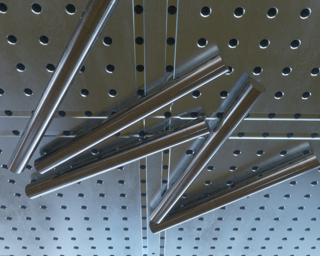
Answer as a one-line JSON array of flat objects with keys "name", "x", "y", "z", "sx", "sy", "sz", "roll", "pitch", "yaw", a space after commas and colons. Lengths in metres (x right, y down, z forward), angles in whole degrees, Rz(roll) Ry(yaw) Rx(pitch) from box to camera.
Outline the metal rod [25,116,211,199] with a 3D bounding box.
[{"name": "metal rod", "x": -0.072, "y": 0.048, "z": 0.451, "sx": 0.300, "sy": 0.025, "sz": 0.025, "roll": -22, "pitch": 127, "yaw": 17}]

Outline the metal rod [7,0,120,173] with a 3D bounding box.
[{"name": "metal rod", "x": -0.129, "y": -0.039, "z": 0.376, "sx": 0.025, "sy": 0.025, "sz": 0.298, "roll": 27, "pitch": 125, "yaw": -21}]

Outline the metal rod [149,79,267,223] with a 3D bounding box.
[{"name": "metal rod", "x": 0.055, "y": 0.053, "z": 0.457, "sx": 0.025, "sy": 0.025, "sz": 0.298, "roll": 19, "pitch": 128, "yaw": -16}]

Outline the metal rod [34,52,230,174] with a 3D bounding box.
[{"name": "metal rod", "x": -0.051, "y": -0.009, "z": 0.403, "sx": 0.300, "sy": 0.025, "sz": 0.025, "roll": -28, "pitch": 125, "yaw": 21}]

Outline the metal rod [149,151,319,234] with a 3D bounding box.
[{"name": "metal rod", "x": 0.109, "y": 0.113, "z": 0.509, "sx": 0.300, "sy": 0.025, "sz": 0.025, "roll": -29, "pitch": 125, "yaw": 22}]
